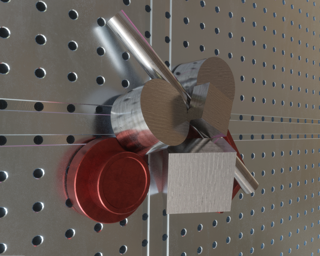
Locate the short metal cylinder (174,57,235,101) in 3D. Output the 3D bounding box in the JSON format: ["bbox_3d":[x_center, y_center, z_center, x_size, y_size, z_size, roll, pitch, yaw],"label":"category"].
[{"bbox_3d":[0.062,-0.057,0.441,0.081,0.050,0.079,0,90,-40],"label":"short metal cylinder"}]

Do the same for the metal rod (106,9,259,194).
[{"bbox_3d":[0.040,-0.022,0.406,0.300,0.025,0.025,49,60,-18],"label":"metal rod"}]

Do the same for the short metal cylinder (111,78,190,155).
[{"bbox_3d":[-0.010,-0.012,0.365,0.080,0.050,0.080,22,58,-41],"label":"short metal cylinder"}]

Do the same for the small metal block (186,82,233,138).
[{"bbox_3d":[0.063,-0.021,0.389,0.050,0.025,0.050,33,62,-35],"label":"small metal block"}]

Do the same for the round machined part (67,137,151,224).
[{"bbox_3d":[-0.050,0.059,0.351,0.099,0.042,0.097,0,90,-40],"label":"round machined part"}]

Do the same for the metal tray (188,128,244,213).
[{"bbox_3d":[0.080,0.052,0.468,0.090,0.030,0.130,-44,117,-31],"label":"metal tray"}]

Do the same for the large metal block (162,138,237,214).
[{"bbox_3d":[0.046,0.059,0.393,0.081,0.050,0.079,-1,107,-7],"label":"large metal block"}]
